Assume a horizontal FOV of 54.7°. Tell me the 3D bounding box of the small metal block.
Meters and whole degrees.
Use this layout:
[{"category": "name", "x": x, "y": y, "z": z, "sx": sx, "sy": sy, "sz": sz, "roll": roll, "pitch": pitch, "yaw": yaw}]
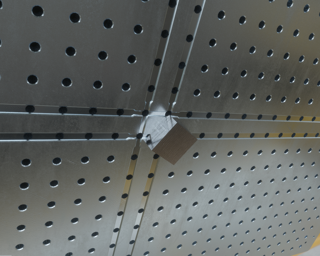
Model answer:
[{"category": "small metal block", "x": 0.016, "y": 0.017, "z": 0.432, "sx": 0.050, "sy": 0.025, "sz": 0.050, "roll": -48, "pitch": 129, "yaw": 5}]
